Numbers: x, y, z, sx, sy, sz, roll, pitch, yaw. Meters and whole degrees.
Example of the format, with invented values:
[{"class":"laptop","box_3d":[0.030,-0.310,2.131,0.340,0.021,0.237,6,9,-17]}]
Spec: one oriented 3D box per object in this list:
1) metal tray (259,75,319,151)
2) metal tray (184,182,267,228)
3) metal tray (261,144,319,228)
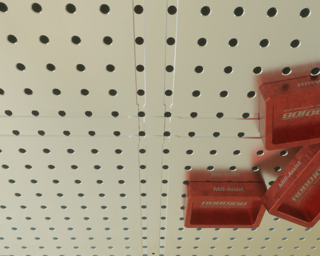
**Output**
[{"class":"metal tray","box_3d":[0.196,-0.021,0.393,0.131,0.030,0.090,-10,130,7]},{"class":"metal tray","box_3d":[0.108,0.131,0.521,0.131,0.030,0.089,1,130,-1]},{"class":"metal tray","box_3d":[0.226,0.083,0.461,0.091,0.030,0.129,23,111,-19]}]
